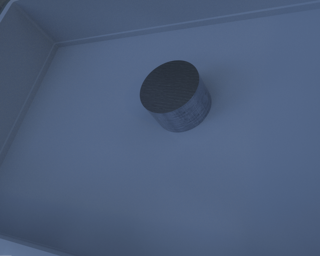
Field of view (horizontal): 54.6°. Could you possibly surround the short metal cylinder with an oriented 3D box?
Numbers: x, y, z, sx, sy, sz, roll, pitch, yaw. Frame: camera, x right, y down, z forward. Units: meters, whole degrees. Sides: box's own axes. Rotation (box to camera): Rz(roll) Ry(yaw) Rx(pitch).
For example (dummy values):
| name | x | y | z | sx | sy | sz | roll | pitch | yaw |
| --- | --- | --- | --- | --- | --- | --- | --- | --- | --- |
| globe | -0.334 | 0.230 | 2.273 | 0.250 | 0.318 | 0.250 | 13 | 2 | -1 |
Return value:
| name | x | y | z | sx | sy | sz | roll | pitch | yaw |
| --- | --- | --- | --- | --- | --- | --- | --- | --- | --- |
| short metal cylinder | 0.021 | -0.041 | 0.405 | 0.080 | 0.050 | 0.080 | -13 | 56 | 21 |
